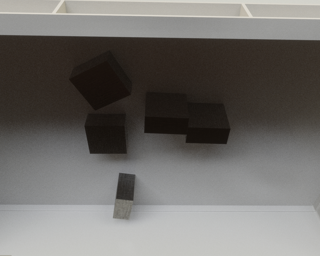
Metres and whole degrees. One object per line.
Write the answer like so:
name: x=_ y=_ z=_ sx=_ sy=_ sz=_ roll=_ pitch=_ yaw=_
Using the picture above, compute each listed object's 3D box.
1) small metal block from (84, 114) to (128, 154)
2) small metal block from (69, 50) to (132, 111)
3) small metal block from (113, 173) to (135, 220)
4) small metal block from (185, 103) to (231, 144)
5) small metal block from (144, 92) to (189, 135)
small metal block: x=-0.070 y=0.008 z=0.415 sx=0.050 sy=0.025 sz=0.050 roll=0 pitch=130 yaw=-1
small metal block: x=-0.068 y=-0.055 z=0.362 sx=0.050 sy=0.025 sz=0.050 roll=-22 pitch=127 yaw=17
small metal block: x=-0.056 y=0.106 z=0.483 sx=0.025 sy=0.050 sz=0.050 roll=8 pitch=130 yaw=-7
small metal block: x=0.057 y=-0.007 z=0.388 sx=0.050 sy=0.050 sz=0.025 roll=2 pitch=130 yaw=-2
small metal block: x=0.007 y=-0.019 z=0.377 sx=0.050 sy=0.050 sz=0.025 roll=2 pitch=130 yaw=-3
